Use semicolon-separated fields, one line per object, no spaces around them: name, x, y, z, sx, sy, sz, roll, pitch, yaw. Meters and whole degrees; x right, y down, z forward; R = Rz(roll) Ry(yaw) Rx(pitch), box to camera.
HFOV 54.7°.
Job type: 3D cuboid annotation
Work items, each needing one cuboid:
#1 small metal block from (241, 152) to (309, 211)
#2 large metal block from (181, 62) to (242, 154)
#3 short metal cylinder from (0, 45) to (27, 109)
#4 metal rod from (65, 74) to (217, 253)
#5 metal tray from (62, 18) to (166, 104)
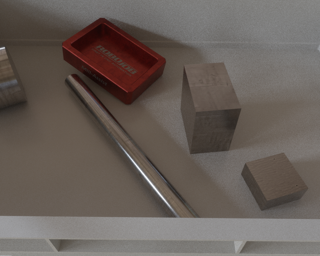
small metal block;0.130;0.061;0.356;0.050;0.025;0.050;-13;51;-11
large metal block;0.059;-0.024;0.391;0.050;0.080;0.080;-5;50;-4
short metal cylinder;-0.222;-0.067;0.423;0.050;0.080;0.080;-21;53;-17
metal rod;-0.042;0.023;0.385;0.025;0.025;0.300;-29;56;-23
metal tray;-0.069;-0.104;0.468;0.130;0.030;0.090;36;58;10
